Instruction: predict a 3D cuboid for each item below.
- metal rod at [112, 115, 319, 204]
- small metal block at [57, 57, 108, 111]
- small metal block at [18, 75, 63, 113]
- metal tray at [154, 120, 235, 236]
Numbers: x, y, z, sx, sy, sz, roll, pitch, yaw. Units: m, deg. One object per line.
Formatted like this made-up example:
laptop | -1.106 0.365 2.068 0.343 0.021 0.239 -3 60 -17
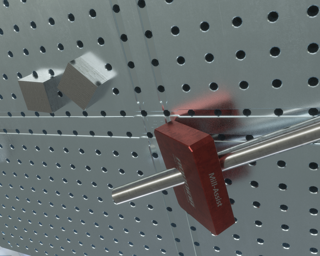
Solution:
metal rod | 0.062 0.045 0.378 0.300 0.025 0.025 -23 106 27
small metal block | -0.108 -0.061 0.431 0.050 0.025 0.050 40 129 0
small metal block | -0.183 -0.053 0.475 0.050 0.025 0.050 8 122 24
metal tray | 0.043 0.061 0.393 0.090 0.030 0.129 25 138 59
